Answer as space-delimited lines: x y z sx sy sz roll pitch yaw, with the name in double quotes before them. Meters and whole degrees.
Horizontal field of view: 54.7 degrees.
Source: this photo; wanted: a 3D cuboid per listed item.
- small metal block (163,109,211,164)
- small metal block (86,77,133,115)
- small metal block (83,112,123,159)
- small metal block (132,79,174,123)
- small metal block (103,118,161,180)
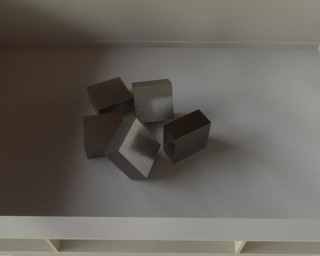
"small metal block" 0.032 0.011 0.380 0.050 0.050 0.025 -25 55 -20
"small metal block" -0.070 -0.041 0.439 0.050 0.025 0.050 -21 53 -17
"small metal block" -0.070 0.009 0.397 0.050 0.025 0.050 -8 51 -7
"small metal block" -0.010 -0.036 0.415 0.050 0.050 0.025 -8 23 -7
"small metal block" -0.031 0.025 0.364 0.025 0.050 0.050 -15 38 39
